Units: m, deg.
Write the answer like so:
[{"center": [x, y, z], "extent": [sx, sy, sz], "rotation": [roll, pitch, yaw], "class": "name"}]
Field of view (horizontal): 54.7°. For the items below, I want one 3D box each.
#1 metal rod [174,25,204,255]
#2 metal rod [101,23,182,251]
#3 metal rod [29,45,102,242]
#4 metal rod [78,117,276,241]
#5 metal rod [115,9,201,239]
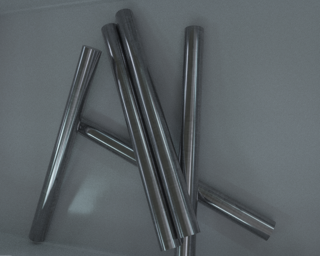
[{"center": [0.036, 0.023, 0.377], "extent": [0.025, 0.025, 0.298], "rotation": [1, 83, 19], "class": "metal rod"}, {"center": [-0.029, -0.003, 0.389], "extent": [0.025, 0.025, 0.299], "rotation": [-23, 71, 18], "class": "metal rod"}, {"center": [-0.137, 0.032, 0.435], "extent": [0.025, 0.025, 0.298], "rotation": [26, 107, 18], "class": "metal rod"}, {"center": [0.003, 0.056, 0.408], "extent": [0.301, 0.025, 0.025], "rotation": [27, 99, 17], "class": "metal rod"}, {"center": [-0.009, -0.020, 0.380], "extent": [0.025, 0.025, 0.299], "rotation": [-23, 71, 18], "class": "metal rod"}]
